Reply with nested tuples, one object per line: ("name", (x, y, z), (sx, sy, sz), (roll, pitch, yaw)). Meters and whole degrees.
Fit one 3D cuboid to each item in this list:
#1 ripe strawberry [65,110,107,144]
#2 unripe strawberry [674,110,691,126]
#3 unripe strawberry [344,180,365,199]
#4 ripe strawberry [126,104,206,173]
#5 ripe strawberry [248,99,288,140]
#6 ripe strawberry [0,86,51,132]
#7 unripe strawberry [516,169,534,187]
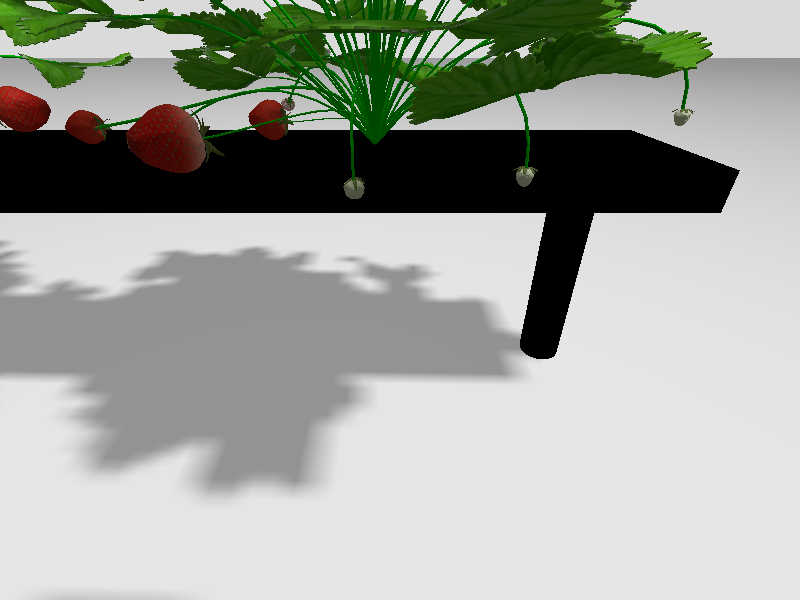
("ripe strawberry", (-0.259, -0.142, 0.329), (0.027, 0.026, 0.025), (0, 33, 1))
("unripe strawberry", (0.191, -0.123, 0.272), (0.010, 0.010, 0.011), (8, 33, 12))
("unripe strawberry", (-0.023, -0.056, 0.204), (0.011, 0.010, 0.010), (1, 33, 1))
("ripe strawberry", (-0.147, -0.100, 0.251), (0.042, 0.041, 0.039), (-20, 38, -27))
("ripe strawberry", (-0.115, -0.155, 0.346), (0.033, 0.032, 0.031), (8, 33, 13))
("ripe strawberry", (-0.358, -0.182, 0.381), (0.040, 0.040, 0.037), (-18, 37, -26))
("unripe strawberry", (0.064, -0.064, 0.208), (0.009, 0.010, 0.010), (-18, 37, -26))
